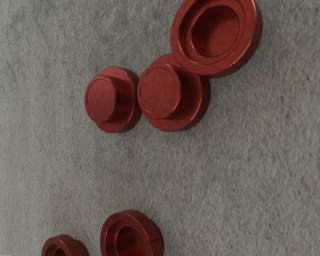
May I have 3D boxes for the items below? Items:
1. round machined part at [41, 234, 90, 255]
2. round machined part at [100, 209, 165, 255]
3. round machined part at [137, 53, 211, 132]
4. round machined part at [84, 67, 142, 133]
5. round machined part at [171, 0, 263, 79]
[{"bbox_3d":[-0.154,0.227,0.518,0.098,0.042,0.097,0,90,39],"label":"round machined part"},{"bbox_3d":[-0.033,0.159,0.419,0.098,0.042,0.097,0,90,39],"label":"round machined part"},{"bbox_3d":[0.010,-0.044,0.384,0.098,0.042,0.097,0,90,39],"label":"round machined part"},{"bbox_3d":[-0.073,-0.041,0.451,0.098,0.042,0.097,0,90,39],"label":"round machined part"},{"bbox_3d":[0.064,-0.102,0.337,0.098,0.042,0.097,-3,85,36],"label":"round machined part"}]
